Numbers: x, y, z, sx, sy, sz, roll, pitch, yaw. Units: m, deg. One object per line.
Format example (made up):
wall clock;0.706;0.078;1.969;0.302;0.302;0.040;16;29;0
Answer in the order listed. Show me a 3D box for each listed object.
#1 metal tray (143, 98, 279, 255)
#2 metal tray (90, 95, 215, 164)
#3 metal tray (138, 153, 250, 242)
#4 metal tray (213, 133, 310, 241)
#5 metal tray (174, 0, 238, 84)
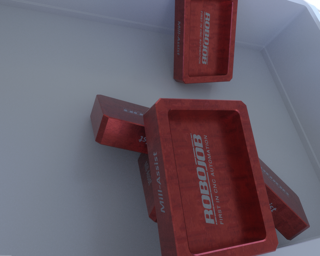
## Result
metal tray;0.040;0.041;0.259;0.091;0.030;0.129;-1;72;-24
metal tray;-0.011;0.001;0.364;0.131;0.030;0.090;14;15;-21
metal tray;0.028;0.062;0.332;0.091;0.030;0.130;22;13;-15
metal tray;0.128;0.070;0.403;0.130;0.030;0.090;45;19;3
metal tray;0.068;-0.135;0.467;0.091;0.030;0.129;-7;107;-25
